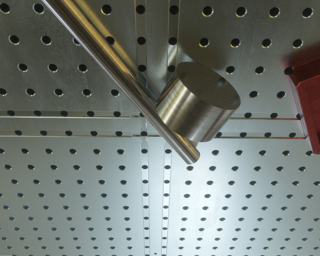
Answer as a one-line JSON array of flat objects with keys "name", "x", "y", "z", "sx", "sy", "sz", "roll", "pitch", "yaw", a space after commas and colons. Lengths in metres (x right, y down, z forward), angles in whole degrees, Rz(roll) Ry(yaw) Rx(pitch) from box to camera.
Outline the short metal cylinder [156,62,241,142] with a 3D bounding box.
[{"name": "short metal cylinder", "x": 0.042, "y": -0.030, "z": 0.350, "sx": 0.080, "sy": 0.080, "sz": 0.050, "roll": 20, "pitch": 127, "yaw": -17}]

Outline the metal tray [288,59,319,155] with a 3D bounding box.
[{"name": "metal tray", "x": 0.222, "y": -0.030, "z": 0.384, "sx": 0.090, "sy": 0.030, "sz": 0.130, "roll": -21, "pitch": 127, "yaw": 17}]

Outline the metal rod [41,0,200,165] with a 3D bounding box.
[{"name": "metal rod", "x": -0.036, "y": -0.052, "z": 0.366, "sx": 0.025, "sy": 0.025, "sz": 0.300, "roll": -27, "pitch": 126, "yaw": 21}]
